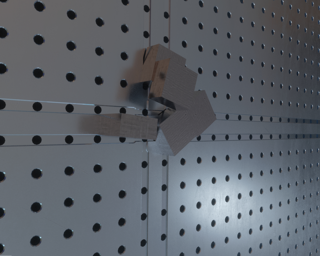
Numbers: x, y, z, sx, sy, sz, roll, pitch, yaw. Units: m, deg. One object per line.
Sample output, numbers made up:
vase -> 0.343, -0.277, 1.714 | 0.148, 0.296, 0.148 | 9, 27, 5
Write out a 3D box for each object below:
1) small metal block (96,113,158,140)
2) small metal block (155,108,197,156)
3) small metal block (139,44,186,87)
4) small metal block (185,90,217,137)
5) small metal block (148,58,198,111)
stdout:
small metal block -> -0.039, -0.001, 0.362 | 0.050, 0.050, 0.025 | 8, 85, -40
small metal block -> 0.017, 0.003, 0.426 | 0.050, 0.025, 0.050 | -40, 115, -33
small metal block -> 0.005, -0.077, 0.415 | 0.050, 0.025, 0.050 | 19, 78, -39
small metal block -> 0.051, -0.021, 0.454 | 0.050, 0.025, 0.050 | -40, 115, -33
small metal block -> 0.017, -0.054, 0.393 | 0.050, 0.025, 0.050 | 21, 77, -38
